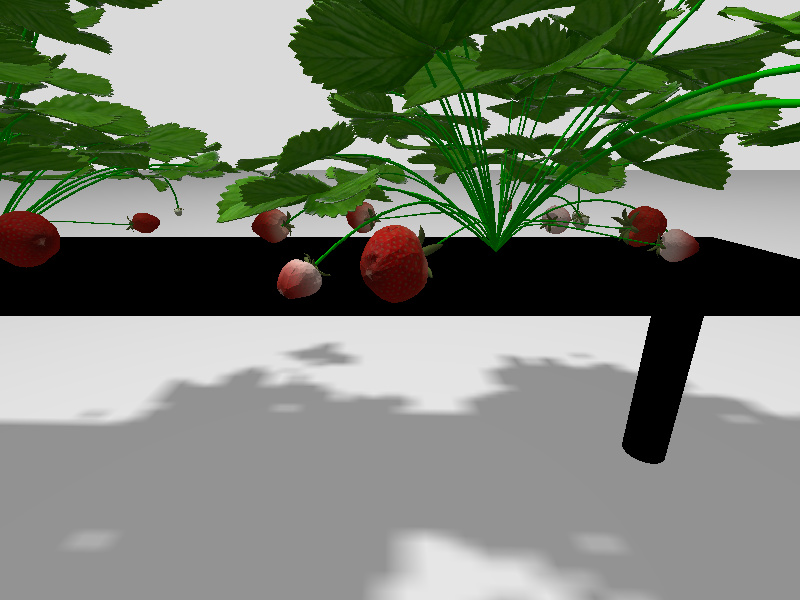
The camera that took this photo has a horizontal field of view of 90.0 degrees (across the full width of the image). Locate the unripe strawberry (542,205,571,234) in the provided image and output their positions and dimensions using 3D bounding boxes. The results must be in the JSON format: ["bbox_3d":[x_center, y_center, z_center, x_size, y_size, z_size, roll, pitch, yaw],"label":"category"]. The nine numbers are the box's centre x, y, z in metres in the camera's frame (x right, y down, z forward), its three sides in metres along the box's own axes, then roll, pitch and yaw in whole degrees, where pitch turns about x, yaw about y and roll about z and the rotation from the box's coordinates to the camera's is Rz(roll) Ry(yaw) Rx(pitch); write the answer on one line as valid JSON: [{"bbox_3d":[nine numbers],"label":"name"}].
[{"bbox_3d":[0.172,-0.088,0.438,0.029,0.031,0.032,18,26,40],"label":"unripe strawberry"}]

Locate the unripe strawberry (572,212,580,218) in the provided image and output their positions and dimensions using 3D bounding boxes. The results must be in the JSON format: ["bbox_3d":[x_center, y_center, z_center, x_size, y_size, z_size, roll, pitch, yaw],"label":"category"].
[{"bbox_3d":[0.216,-0.102,0.491,0.010,0.011,0.011,17,26,39],"label":"unripe strawberry"}]

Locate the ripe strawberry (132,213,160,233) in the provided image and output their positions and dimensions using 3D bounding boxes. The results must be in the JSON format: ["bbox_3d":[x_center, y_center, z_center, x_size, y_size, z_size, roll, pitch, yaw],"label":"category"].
[{"bbox_3d":[-0.274,-0.083,0.432,0.026,0.022,0.026,-17,25,-40],"label":"ripe strawberry"}]

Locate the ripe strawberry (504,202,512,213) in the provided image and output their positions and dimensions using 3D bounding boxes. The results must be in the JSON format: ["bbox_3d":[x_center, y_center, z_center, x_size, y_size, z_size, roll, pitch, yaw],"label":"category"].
[{"bbox_3d":[0.156,-0.137,0.588,0.017,0.020,0.019,5,-3,15],"label":"ripe strawberry"}]

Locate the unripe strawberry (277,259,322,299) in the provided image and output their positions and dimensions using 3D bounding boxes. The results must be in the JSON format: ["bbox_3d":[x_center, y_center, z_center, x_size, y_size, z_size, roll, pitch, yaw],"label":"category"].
[{"bbox_3d":[-0.059,-0.011,0.229,0.026,0.023,0.023,20,54,44],"label":"unripe strawberry"}]

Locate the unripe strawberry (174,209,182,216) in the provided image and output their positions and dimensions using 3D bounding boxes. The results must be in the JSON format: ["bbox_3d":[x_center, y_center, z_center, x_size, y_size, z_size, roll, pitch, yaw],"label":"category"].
[{"bbox_3d":[-0.300,-0.118,0.542,0.011,0.010,0.010,6,21,17],"label":"unripe strawberry"}]

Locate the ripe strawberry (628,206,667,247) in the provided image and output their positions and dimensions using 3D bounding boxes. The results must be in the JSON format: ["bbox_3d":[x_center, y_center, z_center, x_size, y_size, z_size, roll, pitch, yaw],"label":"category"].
[{"bbox_3d":[0.224,-0.067,0.364,0.036,0.037,0.033,-2,20,-6],"label":"ripe strawberry"}]

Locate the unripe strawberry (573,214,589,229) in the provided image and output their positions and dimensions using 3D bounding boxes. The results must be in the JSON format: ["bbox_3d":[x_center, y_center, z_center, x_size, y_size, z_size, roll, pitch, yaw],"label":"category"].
[{"bbox_3d":[0.208,-0.089,0.461,0.017,0.018,0.018,20,-22,44],"label":"unripe strawberry"}]

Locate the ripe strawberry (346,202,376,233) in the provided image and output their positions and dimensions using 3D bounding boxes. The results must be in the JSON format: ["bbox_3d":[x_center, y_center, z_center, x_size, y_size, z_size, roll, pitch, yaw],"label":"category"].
[{"bbox_3d":[-0.045,-0.092,0.445,0.035,0.035,0.033,14,24,35],"label":"ripe strawberry"}]

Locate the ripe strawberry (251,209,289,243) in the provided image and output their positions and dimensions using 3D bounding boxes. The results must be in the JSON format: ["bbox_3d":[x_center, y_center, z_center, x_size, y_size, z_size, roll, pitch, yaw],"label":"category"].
[{"bbox_3d":[-0.127,-0.072,0.390,0.035,0.034,0.032,1,19,11],"label":"ripe strawberry"}]

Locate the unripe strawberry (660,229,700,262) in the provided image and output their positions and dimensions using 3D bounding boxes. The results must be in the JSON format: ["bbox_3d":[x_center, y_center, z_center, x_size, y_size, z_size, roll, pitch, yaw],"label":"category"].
[{"bbox_3d":[0.222,-0.043,0.317,0.027,0.026,0.025,6,20,14],"label":"unripe strawberry"}]

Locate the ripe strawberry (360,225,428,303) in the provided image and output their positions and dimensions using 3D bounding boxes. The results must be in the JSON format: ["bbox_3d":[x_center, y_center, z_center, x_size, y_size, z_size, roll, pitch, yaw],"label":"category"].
[{"bbox_3d":[-0.005,-0.019,0.223,0.038,0.043,0.041,13,24,32],"label":"ripe strawberry"}]

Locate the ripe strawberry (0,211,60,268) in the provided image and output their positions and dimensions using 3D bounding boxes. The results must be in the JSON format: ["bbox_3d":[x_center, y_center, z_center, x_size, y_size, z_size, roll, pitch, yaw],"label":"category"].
[{"bbox_3d":[-0.282,-0.046,0.306,0.043,0.043,0.040,11,23,28],"label":"ripe strawberry"}]
